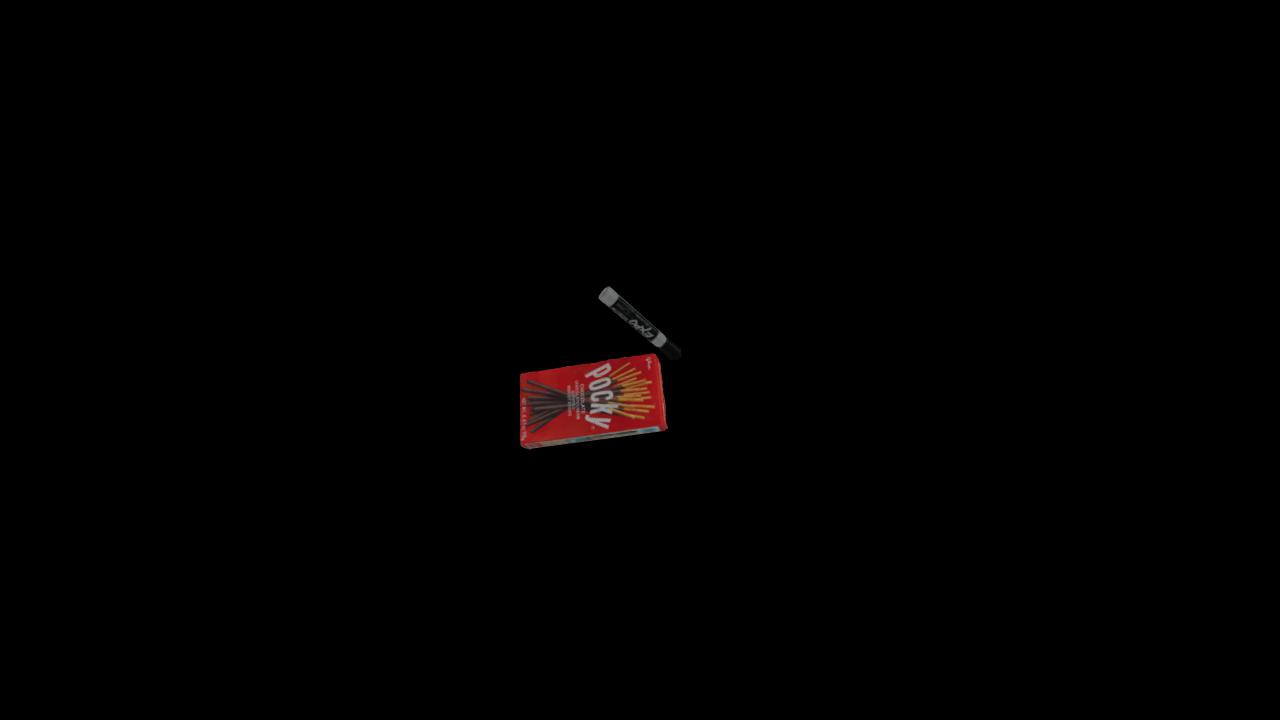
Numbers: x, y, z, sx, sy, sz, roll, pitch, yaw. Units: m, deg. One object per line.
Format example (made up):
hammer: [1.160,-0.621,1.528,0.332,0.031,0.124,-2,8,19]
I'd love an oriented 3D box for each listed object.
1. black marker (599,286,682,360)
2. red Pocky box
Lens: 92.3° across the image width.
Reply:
black marker: [0.003,-0.039,0.707,0.121,0.020,0.020,40,-16,-21]
red Pocky box: [-0.052,0.044,0.655,0.155,0.083,0.028,-9,-25,7]
